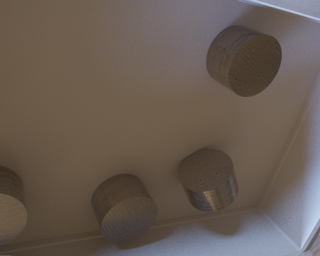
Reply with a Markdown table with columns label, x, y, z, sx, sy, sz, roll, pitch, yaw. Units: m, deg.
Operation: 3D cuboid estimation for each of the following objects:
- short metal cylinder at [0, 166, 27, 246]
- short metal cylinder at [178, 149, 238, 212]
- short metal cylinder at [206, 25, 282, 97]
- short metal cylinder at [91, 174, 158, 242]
| label | x | y | z | sx | sy | sz | roll | pitch | yaw |
| --- | --- | --- | --- | --- | --- | --- | --- | --- | --- |
| short metal cylinder | -0.193 | 0.087 | 0.342 | 0.081 | 0.050 | 0.079 | -14 | 125 | -21 |
| short metal cylinder | 0.073 | 0.077 | 0.463 | 0.080 | 0.080 | 0.050 | -30 | 129 | -10 |
| short metal cylinder | 0.107 | -0.087 | 0.400 | 0.081 | 0.050 | 0.079 | -14 | 125 | -21 |
| short metal cylinder | -0.050 | 0.112 | 0.436 | 0.081 | 0.050 | 0.079 | -14 | 125 | -21 |
